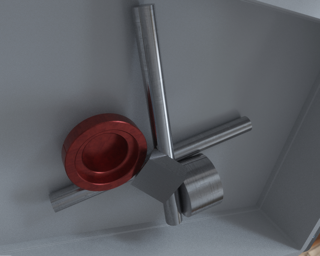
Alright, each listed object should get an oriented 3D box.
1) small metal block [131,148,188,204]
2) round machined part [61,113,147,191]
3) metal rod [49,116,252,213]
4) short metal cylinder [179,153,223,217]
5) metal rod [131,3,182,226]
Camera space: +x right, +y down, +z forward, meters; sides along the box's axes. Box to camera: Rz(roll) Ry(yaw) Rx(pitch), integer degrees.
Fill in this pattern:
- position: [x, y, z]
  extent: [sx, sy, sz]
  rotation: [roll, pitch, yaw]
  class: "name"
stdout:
- position: [-0.001, 0.061, 0.392]
  extent: [0.050, 0.025, 0.050]
  rotation: [32, 121, -5]
  class: "small metal block"
- position: [-0.069, 0.025, 0.375]
  extent: [0.099, 0.042, 0.097]
  rotation: [-14, 125, -21]
  class: "round machined part"
- position: [-0.001, 0.044, 0.435]
  extent: [0.302, 0.025, 0.025]
  rotation: [-21, 127, -17]
  class: "metal rod"
- position: [0.048, 0.082, 0.450]
  extent: [0.050, 0.080, 0.079]
  rotation: [-18, 126, -18]
  class: "short metal cylinder"
- position: [0.002, 0.004, 0.389]
  extent: [0.025, 0.025, 0.298]
  rotation: [-18, 119, -18]
  class: "metal rod"
